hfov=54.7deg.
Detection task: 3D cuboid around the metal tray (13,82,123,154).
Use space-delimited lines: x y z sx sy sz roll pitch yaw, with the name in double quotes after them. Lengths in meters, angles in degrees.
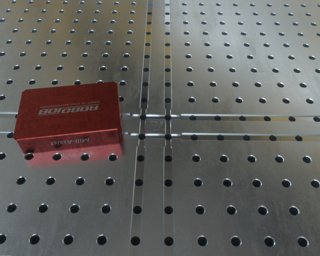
-0.119 -0.017 0.417 0.131 0.030 0.090 -6 50 -6 "metal tray"
